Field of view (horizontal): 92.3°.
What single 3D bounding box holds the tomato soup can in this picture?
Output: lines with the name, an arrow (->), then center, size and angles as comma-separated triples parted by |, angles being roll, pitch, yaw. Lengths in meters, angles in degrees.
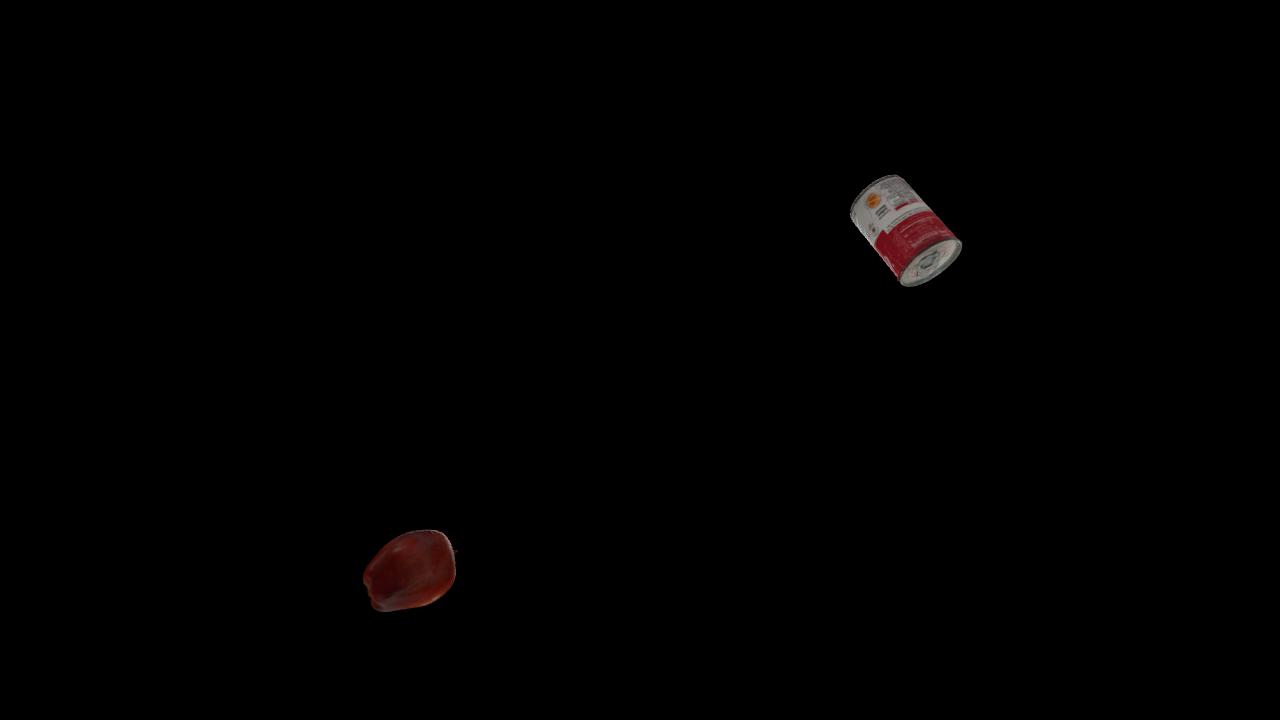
tomato soup can -> 0.274, -0.136, 0.642 | 0.068, 0.101, 0.068 | -19, -30, -11

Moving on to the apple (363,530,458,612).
apple -> -0.235, 0.217, 0.637 | 0.093, 0.079, 0.079 | -18, 10, -32
